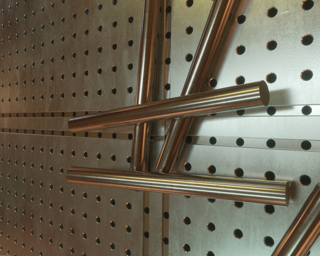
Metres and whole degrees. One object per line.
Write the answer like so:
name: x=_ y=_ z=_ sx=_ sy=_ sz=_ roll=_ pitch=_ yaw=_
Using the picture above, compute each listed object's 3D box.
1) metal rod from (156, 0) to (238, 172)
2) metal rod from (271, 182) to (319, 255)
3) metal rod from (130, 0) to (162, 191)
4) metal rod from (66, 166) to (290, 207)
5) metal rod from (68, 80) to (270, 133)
metal rod: x=0.053 y=-0.083 z=0.364 sx=0.025 sy=0.025 sz=0.298 roll=30 pitch=108 yaw=35
metal rod: x=0.099 y=0.187 z=0.326 sx=0.025 sy=0.025 sz=0.298 roll=35 pitch=111 yaw=34
metal rod: x=-0.019 y=-0.063 z=0.422 sx=0.025 sy=0.025 sz=0.298 roll=8 pitch=95 yaw=39
metal rod: x=-0.002 y=0.067 z=0.384 sx=0.300 sy=0.025 sz=0.025 roll=-1 pitch=89 yaw=32
metal rod: x=-0.017 y=-0.019 z=0.387 sx=0.300 sy=0.025 sz=0.025 roll=-7 pitch=86 yaw=39
